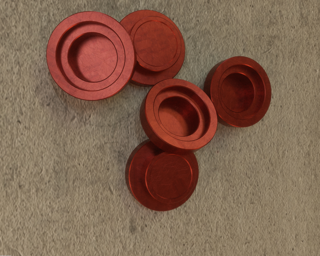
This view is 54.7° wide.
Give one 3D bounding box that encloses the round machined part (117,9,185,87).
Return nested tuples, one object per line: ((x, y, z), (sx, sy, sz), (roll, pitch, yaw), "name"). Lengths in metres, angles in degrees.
((-0.012, -0.103, 0.397), (0.099, 0.042, 0.097), (0, 90, -21), "round machined part")

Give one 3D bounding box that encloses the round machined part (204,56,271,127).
((0.105, -0.050, 0.441), (0.099, 0.042, 0.097), (0, 90, -21), "round machined part")

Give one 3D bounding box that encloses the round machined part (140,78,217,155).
((0.021, -0.011, 0.399), (0.099, 0.042, 0.098), (9, 64, -19), "round machined part")

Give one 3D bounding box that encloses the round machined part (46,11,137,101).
((-0.076, -0.081, 0.362), (0.099, 0.042, 0.097), (0, 97, 1), "round machined part")

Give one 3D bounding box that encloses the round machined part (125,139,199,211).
((0.008, 0.060, 0.405), (0.099, 0.042, 0.097), (0, 90, -21), "round machined part")
